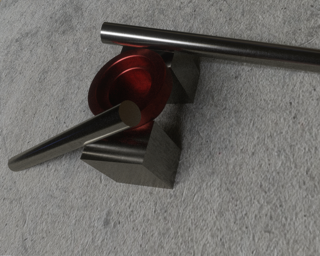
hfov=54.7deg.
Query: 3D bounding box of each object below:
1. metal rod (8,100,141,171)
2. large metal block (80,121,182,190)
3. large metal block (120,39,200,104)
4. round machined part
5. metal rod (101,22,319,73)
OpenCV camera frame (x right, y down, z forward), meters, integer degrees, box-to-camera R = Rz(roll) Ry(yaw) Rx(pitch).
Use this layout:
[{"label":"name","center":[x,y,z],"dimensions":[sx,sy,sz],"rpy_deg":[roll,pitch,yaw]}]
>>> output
[{"label":"metal rod","center":[-0.127,0.022,0.386],"dimensions":[0.299,0.025,0.025],"rpy_deg":[-19,51,45]},{"label":"large metal block","center":[-0.030,0.032,0.365],"dimensions":[0.080,0.080,0.050],"rpy_deg":[1,63,28]},{"label":"large metal block","center":[-0.001,-0.074,0.414],"dimensions":[0.080,0.080,0.050],"rpy_deg":[1,63,28]},{"label":"round machined part","center":[-0.030,-0.040,0.358],"dimensions":[0.098,0.042,0.098],"rpy_deg":[-13,56,20]},{"label":"metal rod","center":[0.081,-0.088,0.347],"dimensions":[0.302,0.025,0.025],"rpy_deg":[10,65,8]}]
